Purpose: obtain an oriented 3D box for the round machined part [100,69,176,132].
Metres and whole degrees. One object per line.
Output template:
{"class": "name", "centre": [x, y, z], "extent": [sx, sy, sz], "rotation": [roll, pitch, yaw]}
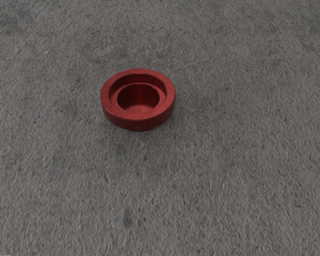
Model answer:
{"class": "round machined part", "centre": [-0.029, -0.033, 0.420], "extent": [0.099, 0.042, 0.098], "rotation": [0, 50, 0]}
